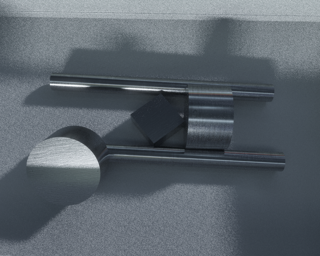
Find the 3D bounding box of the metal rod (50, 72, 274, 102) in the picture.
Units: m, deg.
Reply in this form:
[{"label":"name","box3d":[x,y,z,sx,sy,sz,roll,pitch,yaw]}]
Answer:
[{"label":"metal rod","box3d":[0.003,-0.056,0.428,0.302,0.025,0.025,3,70,0]}]

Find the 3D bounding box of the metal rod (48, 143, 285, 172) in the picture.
[{"label":"metal rod","box3d":[0.004,0.035,0.395,0.302,0.025,0.025,3,70,0]}]

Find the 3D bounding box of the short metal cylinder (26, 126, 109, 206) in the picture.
[{"label":"short metal cylinder","box3d":[-0.104,0.042,0.360,0.081,0.050,0.079,0,104,1]}]

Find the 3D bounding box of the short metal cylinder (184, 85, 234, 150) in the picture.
[{"label":"short metal cylinder","box3d":[0.057,-0.014,0.385,0.050,0.080,0.080,2,70,0]}]

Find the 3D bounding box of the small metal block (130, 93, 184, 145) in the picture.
[{"label":"small metal block","box3d":[-0.003,-0.009,0.411,0.050,0.025,0.050,-36,74,-13]}]
